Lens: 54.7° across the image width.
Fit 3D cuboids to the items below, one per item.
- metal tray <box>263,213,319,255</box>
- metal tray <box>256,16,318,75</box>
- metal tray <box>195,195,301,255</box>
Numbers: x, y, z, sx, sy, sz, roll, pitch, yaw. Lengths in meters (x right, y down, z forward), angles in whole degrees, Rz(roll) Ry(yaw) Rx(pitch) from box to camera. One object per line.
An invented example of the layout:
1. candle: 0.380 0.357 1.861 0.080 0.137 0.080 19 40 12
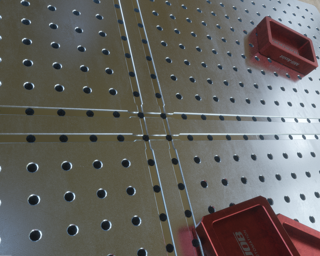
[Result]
1. metal tray: 0.193 0.178 0.402 0.131 0.030 0.090 26 52 -13
2. metal tray: 0.271 -0.175 0.661 0.131 0.030 0.090 19 54 -17
3. metal tray: 0.108 0.151 0.345 0.091 0.030 0.130 -14 58 -19
